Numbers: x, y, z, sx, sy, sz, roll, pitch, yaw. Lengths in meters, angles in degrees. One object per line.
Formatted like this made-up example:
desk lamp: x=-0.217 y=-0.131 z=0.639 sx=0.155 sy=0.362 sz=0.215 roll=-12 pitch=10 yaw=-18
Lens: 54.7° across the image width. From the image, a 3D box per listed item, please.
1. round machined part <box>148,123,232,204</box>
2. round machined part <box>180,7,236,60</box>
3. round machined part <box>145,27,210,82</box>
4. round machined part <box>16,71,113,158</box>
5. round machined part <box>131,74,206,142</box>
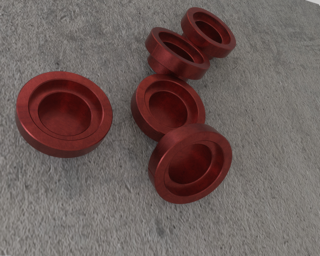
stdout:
round machined part: x=0.031 y=0.037 z=0.363 sx=0.099 sy=0.097 sz=0.042 roll=2 pitch=26 yaw=-27
round machined part: x=0.076 y=-0.153 z=0.521 sx=0.099 sy=0.042 sz=0.098 roll=20 pitch=47 yaw=-22
round machined part: x=0.021 y=-0.101 z=0.452 sx=0.099 sy=0.042 sz=0.098 roll=25 pitch=33 yaw=-17
round machined part: x=-0.106 y=-0.011 z=0.343 sx=0.099 sy=0.042 sz=0.098 roll=14 pitch=56 yaw=-21
round machined part: x=0.007 y=-0.020 z=0.409 sx=0.099 sy=0.042 sz=0.098 roll=13 pitch=56 yaw=-21
